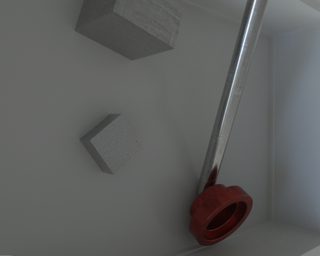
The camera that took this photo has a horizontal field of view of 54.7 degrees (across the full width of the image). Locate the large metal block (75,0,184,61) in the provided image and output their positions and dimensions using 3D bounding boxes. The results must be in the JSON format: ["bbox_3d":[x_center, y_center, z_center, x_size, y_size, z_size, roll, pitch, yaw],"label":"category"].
[{"bbox_3d":[-0.034,-0.121,0.344,0.080,0.080,0.050,21,77,-39],"label":"large metal block"}]

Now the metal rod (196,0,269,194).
[{"bbox_3d":[0.095,-0.039,0.415,0.025,0.025,0.298,-8,118,-40],"label":"metal rod"}]

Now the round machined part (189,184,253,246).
[{"bbox_3d":[0.083,0.120,0.449,0.099,0.042,0.097,-20,133,-23],"label":"round machined part"}]

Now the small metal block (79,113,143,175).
[{"bbox_3d":[-0.056,0.018,0.362,0.050,0.025,0.050,-45,117,-31],"label":"small metal block"}]
